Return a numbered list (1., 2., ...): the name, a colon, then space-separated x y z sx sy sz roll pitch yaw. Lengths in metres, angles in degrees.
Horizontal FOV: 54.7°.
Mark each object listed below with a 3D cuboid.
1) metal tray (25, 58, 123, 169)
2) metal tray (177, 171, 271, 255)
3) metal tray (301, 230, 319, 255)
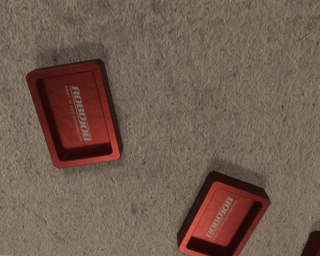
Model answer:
1. metal tray: -0.105 -0.017 0.399 0.091 0.030 0.129 -9 110 3
2. metal tray: 0.091 0.136 0.458 0.091 0.030 0.129 21 109 -8
3. metal tray: 0.271 0.232 0.497 0.091 0.030 0.129 10 110 -4
